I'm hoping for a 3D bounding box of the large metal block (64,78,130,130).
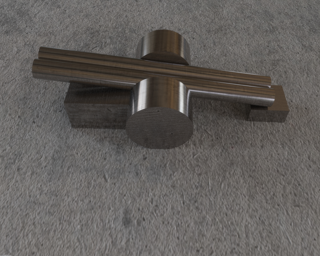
[{"bbox_3d":[-0.077,-0.044,0.426,0.080,0.050,0.080,2,50,1],"label":"large metal block"}]

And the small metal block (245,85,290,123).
[{"bbox_3d":[0.147,-0.035,0.435,0.050,0.025,0.050,2,50,2],"label":"small metal block"}]

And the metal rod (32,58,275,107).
[{"bbox_3d":[-0.004,-0.057,0.394,0.302,0.025,0.025,6,50,-5],"label":"metal rod"}]

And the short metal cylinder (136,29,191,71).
[{"bbox_3d":[0.004,-0.093,0.448,0.080,0.080,0.050,1,50,1],"label":"short metal cylinder"}]

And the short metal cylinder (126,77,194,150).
[{"bbox_3d":[0.000,-0.017,0.383,0.080,0.080,0.050,1,50,1],"label":"short metal cylinder"}]

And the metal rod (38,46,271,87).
[{"bbox_3d":[-0.003,-0.076,0.410,0.302,0.025,0.025,6,50,-5],"label":"metal rod"}]
